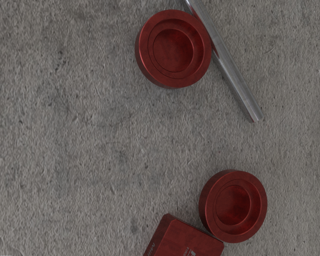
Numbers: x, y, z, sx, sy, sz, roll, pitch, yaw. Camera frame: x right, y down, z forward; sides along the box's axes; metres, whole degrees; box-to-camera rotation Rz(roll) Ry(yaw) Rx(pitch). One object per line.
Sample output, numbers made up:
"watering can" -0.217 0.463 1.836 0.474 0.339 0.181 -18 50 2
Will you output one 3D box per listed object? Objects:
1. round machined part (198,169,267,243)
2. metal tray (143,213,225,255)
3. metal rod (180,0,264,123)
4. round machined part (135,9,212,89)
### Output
"round machined part" 0.098 0.106 0.437 0.099 0.042 0.097 0 90 -20
"metal tray" 0.019 0.193 0.414 0.090 0.030 0.130 31 80 -18
"metal rod" 0.066 -0.138 0.433 0.025 0.025 0.299 -36 102 -17
"round machined part" 0.014 -0.099 0.405 0.099 0.042 0.097 0 90 -20
